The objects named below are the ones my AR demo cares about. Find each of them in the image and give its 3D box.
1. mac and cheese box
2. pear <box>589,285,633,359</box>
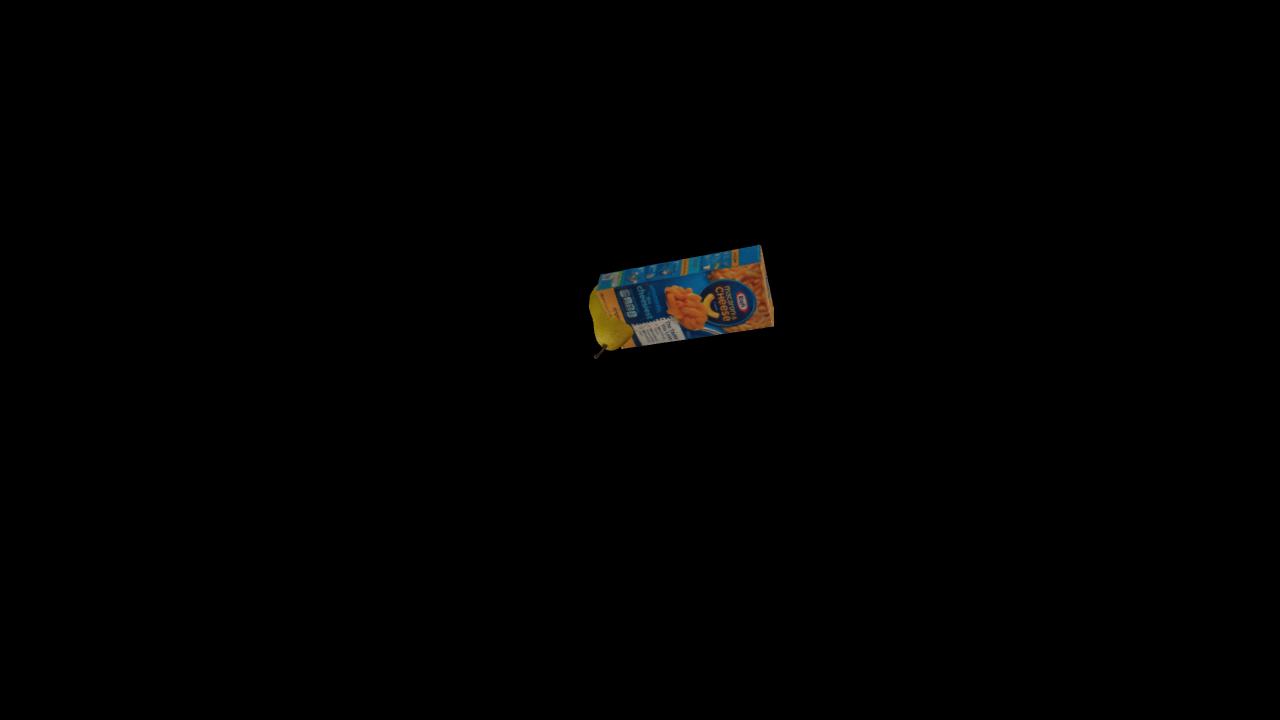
[{"bbox_3d":[0.053,-0.068,0.698,0.184,0.093,0.041,-8,41,17],"label":"mac and cheese box"},{"bbox_3d":[-0.025,-0.046,0.727,0.080,0.111,0.080,5,-37,4],"label":"pear"}]
